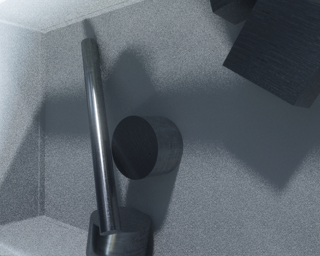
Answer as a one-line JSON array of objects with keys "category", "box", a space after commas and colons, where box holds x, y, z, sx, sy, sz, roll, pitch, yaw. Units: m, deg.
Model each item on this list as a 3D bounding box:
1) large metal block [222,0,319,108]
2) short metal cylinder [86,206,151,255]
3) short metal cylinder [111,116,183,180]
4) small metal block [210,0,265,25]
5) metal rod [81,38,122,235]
[{"category": "large metal block", "box": [0.120, -0.074, 0.290, 0.080, 0.050, 0.079, 40, 114, 32]}, {"category": "short metal cylinder", "box": [-0.055, 0.144, 0.414, 0.080, 0.081, 0.050, 14, 99, 39]}, {"category": "short metal cylinder", "box": [-0.017, 0.024, 0.403, 0.080, 0.050, 0.079, 0, 90, 39]}, {"category": "small metal block", "box": [0.086, -0.135, 0.319, 0.050, 0.050, 0.025, -18, 79, 38]}, {"category": "metal rod", "box": [-0.086, -0.007, 0.429, 0.025, 0.025, 0.299, -34, 55, 34]}]
